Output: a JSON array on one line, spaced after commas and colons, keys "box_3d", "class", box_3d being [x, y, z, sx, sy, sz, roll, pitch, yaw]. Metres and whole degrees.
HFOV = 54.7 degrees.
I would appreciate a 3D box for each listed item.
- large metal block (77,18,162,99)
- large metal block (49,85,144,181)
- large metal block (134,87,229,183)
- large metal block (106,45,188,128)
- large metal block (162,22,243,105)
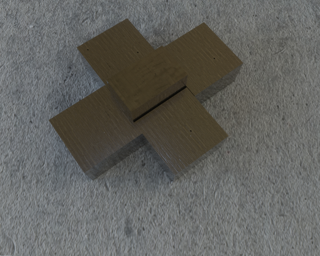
[{"box_3d": [-0.053, -0.089, 0.427, 0.080, 0.050, 0.080, -35, 74, -12], "class": "large metal block"}, {"box_3d": [-0.077, 0.007, 0.392, 0.080, 0.050, 0.080, -35, 74, -12], "class": "large metal block"}, {"box_3d": [0.025, 0.010, 0.392, 0.080, 0.050, 0.080, -35, 74, -12], "class": "large metal block"}, {"box_3d": [-0.015, -0.045, 0.396, 0.080, 0.080, 0.050, -35, 74, -12], "class": "large metal block"}, {"box_3d": [0.052, -0.084, 0.426, 0.080, 0.050, 0.080, -35, 74, -12], "class": "large metal block"}]
